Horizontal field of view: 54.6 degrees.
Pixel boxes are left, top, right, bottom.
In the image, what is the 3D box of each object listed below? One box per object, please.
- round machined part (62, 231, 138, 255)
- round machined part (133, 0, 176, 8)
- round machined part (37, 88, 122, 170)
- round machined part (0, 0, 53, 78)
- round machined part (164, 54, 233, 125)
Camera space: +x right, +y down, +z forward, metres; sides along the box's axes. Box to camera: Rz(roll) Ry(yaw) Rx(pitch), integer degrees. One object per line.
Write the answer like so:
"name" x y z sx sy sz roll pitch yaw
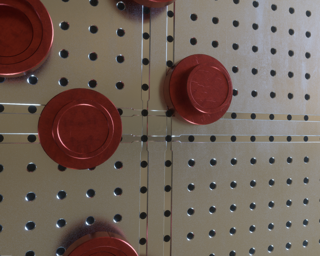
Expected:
"round machined part" -0.075 0.174 0.376 0.099 0.042 0.097 0 90 -19
"round machined part" -0.012 -0.203 0.399 0.099 0.042 0.097 0 90 -20
"round machined part" -0.093 0.001 0.369 0.099 0.042 0.097 0 90 -20
"round machined part" -0.170 -0.104 0.341 0.099 0.042 0.097 0 90 -20
"round machined part" 0.058 -0.053 0.425 0.099 0.042 0.097 0 90 -20
